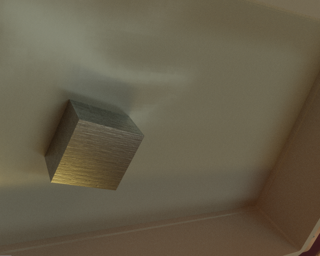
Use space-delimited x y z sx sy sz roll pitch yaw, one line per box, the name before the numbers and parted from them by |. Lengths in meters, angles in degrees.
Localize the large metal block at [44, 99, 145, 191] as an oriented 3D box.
large metal block | -0.078 0.022 0.364 0.081 0.050 0.080 16 110 -35
